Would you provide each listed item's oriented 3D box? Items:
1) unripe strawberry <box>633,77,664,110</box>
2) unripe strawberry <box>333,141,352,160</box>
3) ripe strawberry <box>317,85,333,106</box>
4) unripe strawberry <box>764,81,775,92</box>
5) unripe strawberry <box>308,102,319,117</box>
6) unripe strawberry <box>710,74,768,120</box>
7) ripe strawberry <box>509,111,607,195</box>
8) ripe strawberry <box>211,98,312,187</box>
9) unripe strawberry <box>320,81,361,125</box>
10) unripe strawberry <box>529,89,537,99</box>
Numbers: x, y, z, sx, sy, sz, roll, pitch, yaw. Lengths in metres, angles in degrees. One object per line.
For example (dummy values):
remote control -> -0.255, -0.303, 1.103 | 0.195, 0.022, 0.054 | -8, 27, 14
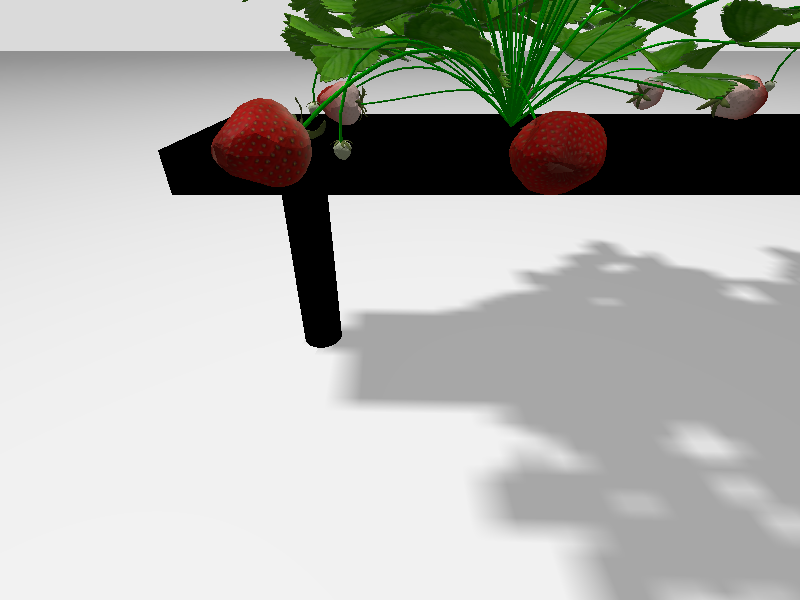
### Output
unripe strawberry -> 0.244, -0.201, 0.390 | 0.027, 0.029, 0.025 | -17, 37, -25
unripe strawberry -> -0.031, -0.081, 0.218 | 0.009, 0.010, 0.010 | 28, 43, 36
ripe strawberry -> -0.062, -0.183, 0.365 | 0.028, 0.024, 0.028 | 3, 32, 22
unripe strawberry -> 0.420, -0.243, 0.456 | 0.011, 0.011, 0.010 | -22, 39, -29
unripe strawberry -> -0.072, -0.160, 0.336 | 0.010, 0.011, 0.011 | 4, 33, 5
unripe strawberry -> 0.288, -0.171, 0.338 | 0.040, 0.034, 0.039 | -4, 33, -7
ripe strawberry -> 0.066, -0.060, 0.169 | 0.039, 0.035, 0.035 | 4, 34, 6
ripe strawberry -> -0.063, -0.070, 0.181 | 0.042, 0.036, 0.042 | 28, 44, 35
unripe strawberry -> -0.049, -0.162, 0.329 | 0.034, 0.033, 0.031 | 3, 33, 5
unripe strawberry -> 0.151, -0.237, 0.459 | 0.011, 0.011, 0.010 | 12, 35, 17
